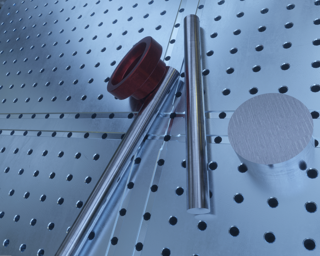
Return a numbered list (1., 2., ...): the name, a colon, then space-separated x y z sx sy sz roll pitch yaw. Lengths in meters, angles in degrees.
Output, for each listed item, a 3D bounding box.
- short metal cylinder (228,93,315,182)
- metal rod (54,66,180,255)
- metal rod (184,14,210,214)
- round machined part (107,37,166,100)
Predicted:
1. short metal cylinder: 0.117 0.010 0.324 0.080 0.050 0.080 -13 56 21
2. metal rod: -0.052 0.044 0.408 0.025 0.025 0.300 18 71 35
3. metal rod: 0.045 -0.039 0.408 0.025 0.025 0.299 -12 57 22
4. round machined part: -0.029 -0.080 0.445 0.098 0.042 0.098 -39 29 27
